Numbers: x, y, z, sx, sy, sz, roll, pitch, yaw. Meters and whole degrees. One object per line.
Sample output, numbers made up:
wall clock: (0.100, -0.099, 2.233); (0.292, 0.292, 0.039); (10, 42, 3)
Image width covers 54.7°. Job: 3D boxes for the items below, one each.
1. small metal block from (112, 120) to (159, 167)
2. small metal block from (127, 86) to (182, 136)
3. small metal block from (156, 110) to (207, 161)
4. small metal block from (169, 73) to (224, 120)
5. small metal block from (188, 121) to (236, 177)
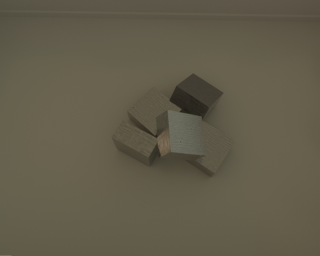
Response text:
small metal block: (-0.029, 0.020, 0.386); (0.050, 0.050, 0.025); (28, 73, 9)
small metal block: (-0.007, -0.019, 0.414); (0.050, 0.025, 0.050); (42, 75, 13)
small metal block: (0.025, 0.010, 0.366); (0.050, 0.025, 0.050); (9, 66, -32)
small metal block: (0.049, -0.042, 0.412); (0.050, 0.025, 0.050); (35, 41, 11)
small metal block: (0.060, 0.027, 0.399); (0.050, 0.025, 0.050); (34, 73, 11)
